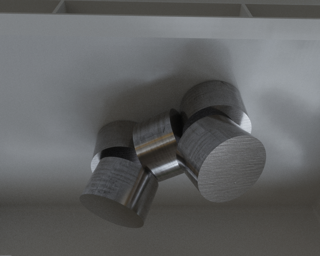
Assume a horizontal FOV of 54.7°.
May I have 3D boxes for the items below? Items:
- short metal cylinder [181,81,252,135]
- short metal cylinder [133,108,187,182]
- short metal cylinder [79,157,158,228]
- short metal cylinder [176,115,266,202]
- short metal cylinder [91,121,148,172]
[{"bbox_3d":[0.067,-0.011,0.382,0.081,0.050,0.079,0,130,0],"label":"short metal cylinder"},{"bbox_3d":[0.009,0.022,0.389,0.050,0.080,0.080,-23,127,18],"label":"short metal cylinder"},{"bbox_3d":[-0.048,0.078,0.372,0.080,0.050,0.080,15,145,12],"label":"short metal cylinder"},{"bbox_3d":[0.065,0.032,0.333,0.081,0.050,0.079,-11,120,-19],"label":"short metal cylinder"},{"bbox_3d":[-0.049,0.037,0.421,0.081,0.050,0.079,0,130,0],"label":"short metal cylinder"}]
